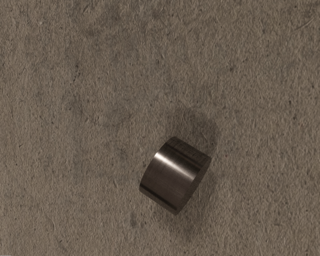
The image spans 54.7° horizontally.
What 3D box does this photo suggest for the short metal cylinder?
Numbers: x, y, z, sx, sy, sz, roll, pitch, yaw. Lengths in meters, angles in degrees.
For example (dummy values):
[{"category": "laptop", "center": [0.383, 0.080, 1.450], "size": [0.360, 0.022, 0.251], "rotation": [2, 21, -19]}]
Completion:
[{"category": "short metal cylinder", "center": [0.019, 0.057, 0.372], "size": [0.050, 0.080, 0.080], "rotation": [31, 100, 17]}]
